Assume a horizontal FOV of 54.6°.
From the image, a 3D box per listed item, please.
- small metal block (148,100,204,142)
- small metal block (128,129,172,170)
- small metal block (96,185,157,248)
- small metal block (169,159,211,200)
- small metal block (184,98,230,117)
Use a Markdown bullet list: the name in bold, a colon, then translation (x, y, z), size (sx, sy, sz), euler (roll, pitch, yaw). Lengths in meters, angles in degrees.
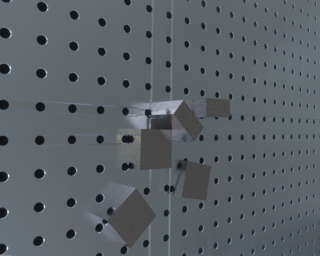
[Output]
- **small metal block**: translation (0.021, -0.009, 0.409), size (0.050, 0.050, 0.025), euler (51, 60, -28)
- **small metal block**: translation (-0.012, 0.027, 0.398), size (0.050, 0.025, 0.050), euler (2, 89, -40)
- **small metal block**: translation (-0.039, 0.106, 0.375), size (0.050, 0.025, 0.050), euler (-46, 118, -30)
- **small metal block**: translation (0.044, 0.075, 0.445), size (0.050, 0.025, 0.050), euler (17, 80, -39)
- **small metal block**: translation (0.065, -0.028, 0.446), size (0.050, 0.050, 0.025), euler (-1, 91, -40)
